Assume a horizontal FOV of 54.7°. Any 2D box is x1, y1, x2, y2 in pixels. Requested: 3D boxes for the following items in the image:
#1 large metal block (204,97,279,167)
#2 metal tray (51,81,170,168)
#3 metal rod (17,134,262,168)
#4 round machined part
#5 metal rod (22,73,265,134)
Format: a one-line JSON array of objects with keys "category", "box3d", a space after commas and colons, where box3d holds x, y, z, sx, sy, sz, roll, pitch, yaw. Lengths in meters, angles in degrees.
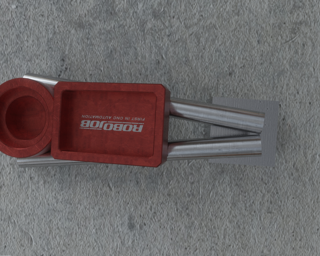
[{"category": "large metal block", "box3d": [0.101, 0.004, 0.398, 0.081, 0.050, 0.079, 4, 90, -1]}, {"category": "metal tray", "box3d": [-0.057, -0.006, 0.356, 0.131, 0.030, 0.089, 3, 90, 12]}, {"category": "metal rod", "box3d": [-0.034, 0.030, 0.379, 0.301, 0.025, 0.025, -4, 90, 12]}, {"category": "round machined part", "box3d": [-0.166, -0.012, 0.395, 0.098, 0.042, 0.097, 0, 90, 10]}, {"category": "metal rod", "box3d": [-0.030, -0.033, 0.378, 0.301, 0.025, 0.025, 11, 90, 12]}]
